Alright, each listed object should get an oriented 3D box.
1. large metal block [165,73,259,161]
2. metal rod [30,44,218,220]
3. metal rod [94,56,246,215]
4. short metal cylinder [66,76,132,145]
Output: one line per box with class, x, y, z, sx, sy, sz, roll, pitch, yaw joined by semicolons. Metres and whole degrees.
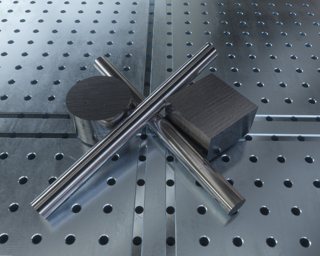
large metal block;0.063;-0.015;0.399;0.081;0.050;0.080;-31;57;-24
metal rod;-0.029;-0.009;0.383;0.025;0.025;0.301;35;66;25
metal rod;-0.005;-0.008;0.409;0.025;0.025;0.300;-29;56;-22
short metal cylinder;-0.077;-0.023;0.405;0.081;0.050;0.080;0;50;0
